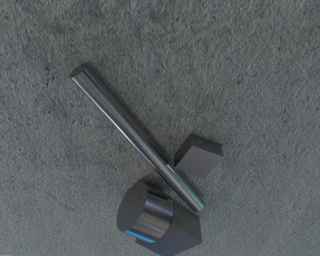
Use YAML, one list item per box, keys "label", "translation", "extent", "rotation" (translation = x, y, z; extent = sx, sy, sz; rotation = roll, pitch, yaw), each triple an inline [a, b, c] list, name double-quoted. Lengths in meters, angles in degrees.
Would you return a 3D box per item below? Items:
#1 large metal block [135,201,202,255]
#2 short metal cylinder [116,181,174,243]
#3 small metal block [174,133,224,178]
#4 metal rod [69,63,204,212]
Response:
- label: "large metal block"
  translation: [0.015, 0.178, 0.543]
  extent: [0.080, 0.050, 0.080]
  rotation: [-35, 122, 26]
- label: "short metal cylinder"
  translation: [-0.024, 0.130, 0.482]
  extent: [0.050, 0.080, 0.080]
  rotation: [31, 123, -24]
- label: "small metal block"
  translation: [0.054, 0.041, 0.443]
  extent: [0.050, 0.025, 0.050]
  rotation: [21, 127, -17]
- label: "metal rod"
  translation: [-0.015, 0.032, 0.434]
  extent: [0.025, 0.025, 0.300]
  rotation: [-25, 126, 19]
